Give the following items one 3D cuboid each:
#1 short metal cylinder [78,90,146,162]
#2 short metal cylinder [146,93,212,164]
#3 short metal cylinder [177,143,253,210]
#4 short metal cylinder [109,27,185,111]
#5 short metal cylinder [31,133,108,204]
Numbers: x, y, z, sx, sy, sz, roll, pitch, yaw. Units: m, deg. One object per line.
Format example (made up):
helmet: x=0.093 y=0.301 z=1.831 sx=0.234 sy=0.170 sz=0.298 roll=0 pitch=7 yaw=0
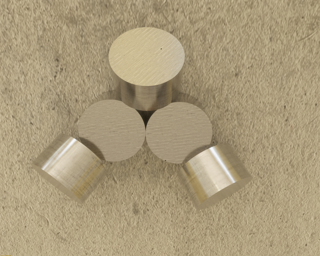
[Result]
short metal cylinder: x=-0.058 y=-0.004 z=0.395 sx=0.081 sy=0.050 sz=0.079 roll=0 pitch=110 yaw=0
short metal cylinder: x=0.023 y=-0.001 z=0.397 sx=0.081 sy=0.050 sz=0.079 roll=0 pitch=110 yaw=0
short metal cylinder: x=0.070 y=0.063 z=0.399 sx=0.080 sy=0.080 sz=0.050 roll=-35 pitch=65 yaw=12
short metal cylinder: x=-0.015 y=-0.066 z=0.351 sx=0.081 sy=0.080 sz=0.050 roll=2 pitch=153 yaw=-1
short metal cylinder: x=-0.114 y=0.052 z=0.393 sx=0.080 sy=0.080 sz=0.050 roll=44 pitch=64 yaw=-15
